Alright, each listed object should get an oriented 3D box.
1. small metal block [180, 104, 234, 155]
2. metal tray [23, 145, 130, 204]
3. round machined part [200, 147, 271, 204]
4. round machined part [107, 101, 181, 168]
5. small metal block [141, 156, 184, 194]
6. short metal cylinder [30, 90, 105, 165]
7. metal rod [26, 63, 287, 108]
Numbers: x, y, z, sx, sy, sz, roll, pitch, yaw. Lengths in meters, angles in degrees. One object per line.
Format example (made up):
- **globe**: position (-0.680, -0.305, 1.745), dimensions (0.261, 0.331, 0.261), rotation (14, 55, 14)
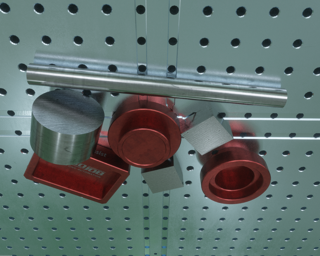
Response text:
- **small metal block**: position (0.062, 0.003, 0.415), dimensions (0.050, 0.025, 0.050), rotation (-31, 124, 23)
- **metal tray**: position (-0.120, 0.059, 0.457), dimensions (0.131, 0.030, 0.089), rotation (24, 126, -19)
- **round machined part**: position (0.108, 0.066, 0.458), dimensions (0.099, 0.042, 0.097), rotation (0, 130, 0)
- **round machined part**: position (-0.021, 0.015, 0.413), dimensions (0.099, 0.042, 0.097), rotation (0, 128, 0)
- **small metal block**: position (0.004, 0.070, 0.471), dimensions (0.050, 0.025, 0.050), rotation (-15, 129, 12)
- **short metal cylinder**: position (-0.112, -0.002, 0.372), dimensions (0.081, 0.080, 0.050), rotation (14, 129, -12)
- **metal rod**: position (0.001, -0.049, 0.369), dimensions (0.302, 0.025, 0.025), rotation (5, 130, -5)
